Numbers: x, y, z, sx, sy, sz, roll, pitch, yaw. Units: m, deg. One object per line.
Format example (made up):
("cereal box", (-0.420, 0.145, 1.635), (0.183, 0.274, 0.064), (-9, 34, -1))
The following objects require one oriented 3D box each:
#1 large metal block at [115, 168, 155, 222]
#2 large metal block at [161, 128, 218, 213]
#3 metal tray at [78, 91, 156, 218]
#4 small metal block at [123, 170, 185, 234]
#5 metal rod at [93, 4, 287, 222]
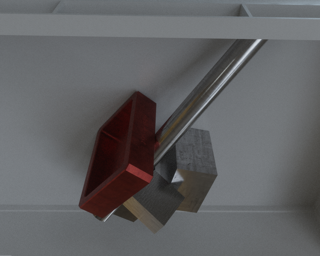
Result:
("large metal block", (-0.054, 0.073, 0.434), (0.080, 0.080, 0.050), (29, 124, -23))
("large metal block", (0.035, 0.055, 0.420), (0.050, 0.080, 0.079), (10, 129, -9))
("metal tray", (-0.046, 0.026, 0.360), (0.030, 0.130, 0.090), (34, 123, -24))
("small metal block", (-0.006, 0.087, 0.367), (0.050, 0.050, 0.025), (42, 133, 6))
("metal rod", (0.022, -0.006, 0.344), (0.025, 0.025, 0.299), (34, 105, -26))
